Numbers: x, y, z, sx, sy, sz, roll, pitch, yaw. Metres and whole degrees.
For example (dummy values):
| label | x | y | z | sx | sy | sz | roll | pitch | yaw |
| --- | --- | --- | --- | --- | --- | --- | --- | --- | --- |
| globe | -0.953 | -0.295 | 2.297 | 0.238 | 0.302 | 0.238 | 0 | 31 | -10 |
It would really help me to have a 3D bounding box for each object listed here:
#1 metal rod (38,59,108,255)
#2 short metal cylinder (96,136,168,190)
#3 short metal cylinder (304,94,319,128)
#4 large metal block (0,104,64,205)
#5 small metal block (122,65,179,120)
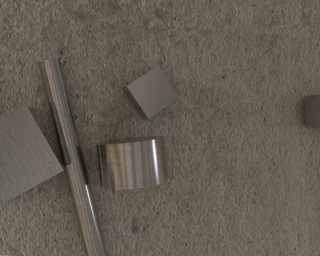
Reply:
| label | x | y | z | sx | sy | sz | roll | pitch | yaw |
| --- | --- | --- | --- | --- | --- | --- | --- | --- | --- |
| metal rod | -0.097 | 0.068 | 0.373 | 0.025 | 0.025 | 0.298 | -14 | 95 | -20 |
| short metal cylinder | -0.033 | 0.039 | 0.368 | 0.081 | 0.080 | 0.050 | -6 | 93 | -20 |
| short metal cylinder | 0.268 | -0.027 | 0.478 | 0.081 | 0.080 | 0.050 | -3 | 92 | -20 |
| large metal block | -0.162 | 0.029 | 0.336 | 0.080 | 0.050 | 0.080 | -29 | 100 | -18 |
| small metal block | -0.013 | -0.046 | 0.404 | 0.050 | 0.025 | 0.050 | -37 | 102 | -16 |
